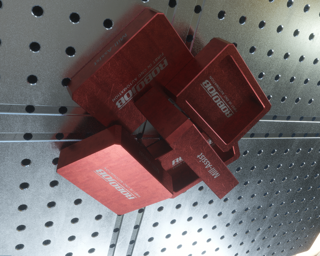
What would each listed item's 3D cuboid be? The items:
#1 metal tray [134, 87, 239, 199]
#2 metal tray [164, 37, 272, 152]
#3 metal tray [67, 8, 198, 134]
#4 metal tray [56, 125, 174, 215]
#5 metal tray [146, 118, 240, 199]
[{"bbox_3d":[0.032,0.019,0.360,0.030,0.090,0.130,-42,130,0],"label":"metal tray"},{"bbox_3d":[0.077,-0.036,0.390,0.090,0.030,0.130,-45,130,3],"label":"metal tray"},{"bbox_3d":[-0.028,-0.059,0.356,0.130,0.030,0.090,-43,130,1],"label":"metal tray"},{"bbox_3d":[-0.052,0.059,0.393,0.090,0.030,0.130,-24,132,18],"label":"metal tray"},{"bbox_3d":[0.052,0.038,0.460,0.131,0.030,0.090,-30,129,-10],"label":"metal tray"}]
